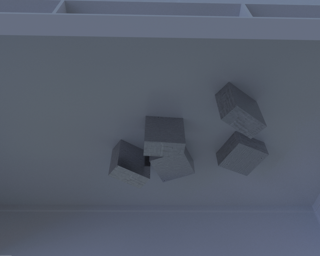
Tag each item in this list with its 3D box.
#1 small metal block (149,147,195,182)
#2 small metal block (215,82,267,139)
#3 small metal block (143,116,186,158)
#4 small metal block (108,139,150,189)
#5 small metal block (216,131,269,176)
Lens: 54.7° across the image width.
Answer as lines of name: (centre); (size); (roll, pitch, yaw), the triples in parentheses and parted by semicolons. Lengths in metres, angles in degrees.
small metal block: (0.018, 0.048, 0.451); (0.050, 0.025, 0.050); (-18, 128, 14)
small metal block: (0.097, -0.022, 0.376); (0.050, 0.050, 0.025); (30, 124, -23)
small metal block: (0.005, 0.011, 0.402); (0.050, 0.050, 0.025); (4, 130, -4)
small metal block: (-0.041, 0.050, 0.435); (0.050, 0.050, 0.025); (27, 125, -22)
small metal block: (0.117, 0.037, 0.443); (0.050, 0.025, 0.050); (21, 127, -17)
